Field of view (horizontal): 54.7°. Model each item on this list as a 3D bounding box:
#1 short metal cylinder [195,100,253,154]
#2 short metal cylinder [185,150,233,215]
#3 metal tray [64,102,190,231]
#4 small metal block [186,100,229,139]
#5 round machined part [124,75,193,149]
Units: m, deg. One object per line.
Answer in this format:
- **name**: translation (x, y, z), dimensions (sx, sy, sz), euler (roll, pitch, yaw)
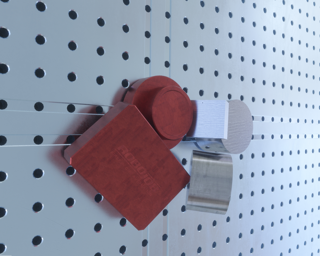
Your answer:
- **short metal cylinder**: translation (0.096, -0.002, 0.470), dimensions (0.081, 0.050, 0.079), euler (0, 90, -40)
- **short metal cylinder**: translation (0.064, 0.072, 0.415), dimensions (0.050, 0.080, 0.080), euler (7, 84, 4)
- **metal tray**: translation (-0.033, 0.045, 0.359), dimensions (0.090, 0.030, 0.130), euler (-44, 118, -14)
- **small metal block**: translation (0.065, -0.011, 0.419), dimensions (0.025, 0.050, 0.050), euler (13, 80, -68)
- **round machined part**: translation (0.004, -0.019, 0.396), dimensions (0.099, 0.042, 0.097), euler (0, 90, -40)
